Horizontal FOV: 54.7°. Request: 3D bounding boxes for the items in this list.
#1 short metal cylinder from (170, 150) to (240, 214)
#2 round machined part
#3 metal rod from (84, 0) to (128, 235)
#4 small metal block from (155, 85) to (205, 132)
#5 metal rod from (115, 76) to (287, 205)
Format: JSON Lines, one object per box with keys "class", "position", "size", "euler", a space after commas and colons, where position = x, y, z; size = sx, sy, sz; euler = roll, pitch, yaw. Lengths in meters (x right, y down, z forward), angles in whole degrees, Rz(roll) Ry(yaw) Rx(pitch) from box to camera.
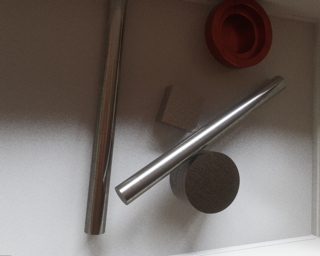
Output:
{"class": "short metal cylinder", "position": [0.060, 0.070, 0.421], "size": [0.081, 0.050, 0.079], "euler": [0, 90, -21]}
{"class": "round machined part", "position": [0.107, -0.132, 0.442], "size": [0.099, 0.042, 0.097], "euler": [0, 90, -21]}
{"class": "metal rod", "position": [-0.066, -0.021, 0.386], "size": [0.025, 0.025, 0.298], "euler": [6, 88, -20]}
{"class": "small metal block", "position": [0.028, -0.025, 0.422], "size": [0.050, 0.025, 0.050], "euler": [20, 83, -19]}
{"class": "metal rod", "position": [0.071, 0.004, 0.418], "size": [0.302, 0.025, 0.025], "euler": [-33, 101, -25]}
